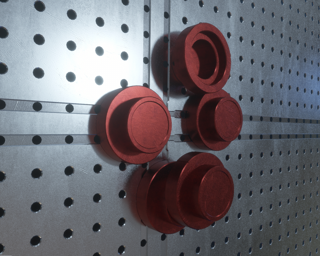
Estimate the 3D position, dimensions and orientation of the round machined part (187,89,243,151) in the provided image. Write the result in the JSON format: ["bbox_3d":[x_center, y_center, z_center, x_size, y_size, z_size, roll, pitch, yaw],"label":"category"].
[{"bbox_3d":[0.090,-0.013,0.476,0.099,0.042,0.097,0,90,-40],"label":"round machined part"}]

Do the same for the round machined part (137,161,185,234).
[{"bbox_3d":[0.021,0.094,0.418,0.099,0.042,0.097,0,91,-40],"label":"round machined part"}]

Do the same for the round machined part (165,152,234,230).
[{"bbox_3d":[0.057,0.080,0.394,0.099,0.042,0.097,-1,91,-41],"label":"round machined part"}]

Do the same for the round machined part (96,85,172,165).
[{"bbox_3d":[-0.024,-0.004,0.380,0.099,0.042,0.097,0,90,-40],"label":"round machined part"}]

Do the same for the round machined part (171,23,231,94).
[{"bbox_3d":[0.055,-0.097,0.447,0.099,0.042,0.097,0,90,-40],"label":"round machined part"}]
